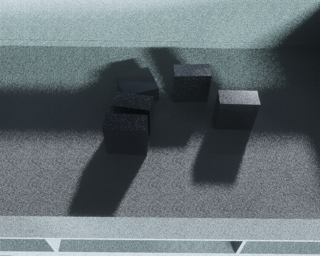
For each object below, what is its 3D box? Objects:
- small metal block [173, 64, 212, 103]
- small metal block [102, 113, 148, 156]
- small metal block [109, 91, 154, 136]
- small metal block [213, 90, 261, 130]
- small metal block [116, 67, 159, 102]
[{"bbox_3d":[0.044,-0.063,0.443,0.050,0.050,0.025,-2,50,-2],"label":"small metal block"},{"bbox_3d":[-0.041,0.008,0.381,0.050,0.050,0.025,3,50,2],"label":"small metal block"},{"bbox_3d":[-0.035,-0.018,0.404,0.050,0.050,0.025,8,51,6],"label":"small metal block"},{"bbox_3d":[0.100,-0.023,0.410,0.050,0.050,0.025,2,50,1],"label":"small metal block"},{"bbox_3d":[-0.033,-0.060,0.455,0.050,0.025,0.050,-15,52,-13],"label":"small metal block"}]
